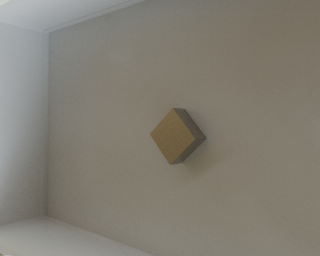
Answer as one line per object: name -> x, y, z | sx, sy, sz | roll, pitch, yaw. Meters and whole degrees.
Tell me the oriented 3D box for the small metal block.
small metal block -> 0.022, 0.010, 0.390 | 0.050, 0.025, 0.050 | -49, 61, 29
